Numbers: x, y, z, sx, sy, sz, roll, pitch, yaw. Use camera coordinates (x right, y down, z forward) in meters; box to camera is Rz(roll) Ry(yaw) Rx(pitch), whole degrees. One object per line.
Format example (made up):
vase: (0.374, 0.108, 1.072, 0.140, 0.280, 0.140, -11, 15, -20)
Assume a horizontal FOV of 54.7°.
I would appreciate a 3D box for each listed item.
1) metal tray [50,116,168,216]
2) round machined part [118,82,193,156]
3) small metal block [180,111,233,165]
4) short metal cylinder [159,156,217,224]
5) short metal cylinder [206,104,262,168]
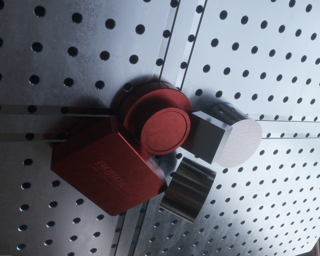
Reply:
metal tray: (-0.059, 0.054, 0.389, 0.090, 0.030, 0.130, -29, 130, 9)
round machined part: (-0.001, -0.005, 0.391, 0.099, 0.042, 0.097, -14, 124, -21)
small metal block: (0.060, 0.012, 0.407, 0.025, 0.050, 0.050, -15, 129, -55)
short metal cylinder: (0.040, 0.086, 0.438, 0.050, 0.080, 0.079, 26, 110, 8)
short metal cylinder: (0.100, 0.011, 0.452, 0.081, 0.050, 0.079, -14, 124, -21)
